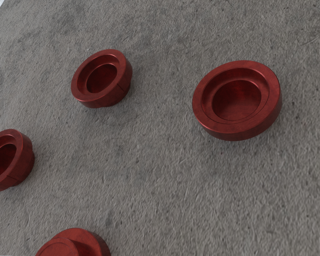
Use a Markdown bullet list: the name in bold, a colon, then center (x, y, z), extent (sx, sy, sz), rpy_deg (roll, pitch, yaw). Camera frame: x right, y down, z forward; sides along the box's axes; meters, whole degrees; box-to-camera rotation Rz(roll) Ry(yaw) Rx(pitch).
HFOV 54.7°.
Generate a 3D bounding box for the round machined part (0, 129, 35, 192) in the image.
- **round machined part**: center (-0.238, 0.054, 0.485), extent (0.098, 0.042, 0.098), rpy_deg (-13, 56, 21)

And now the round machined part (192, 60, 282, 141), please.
- **round machined part**: center (0.091, -0.028, 0.362), extent (0.098, 0.042, 0.098), rpy_deg (-13, 56, 21)

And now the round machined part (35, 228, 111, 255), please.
- **round machined part**: center (-0.107, 0.163, 0.350), extent (0.098, 0.042, 0.098), rpy_deg (-13, 56, 21)

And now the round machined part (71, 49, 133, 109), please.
- **round machined part**: center (-0.085, -0.071, 0.482), extent (0.098, 0.042, 0.098), rpy_deg (-13, 56, 21)
